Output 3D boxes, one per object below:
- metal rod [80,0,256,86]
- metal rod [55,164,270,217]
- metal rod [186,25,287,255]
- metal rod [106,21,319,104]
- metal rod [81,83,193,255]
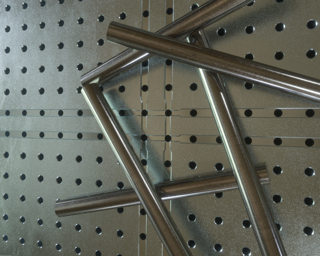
[{"bbox_3d":[0.017,-0.117,0.381,0.300,0.025,0.025,-22,83,27],"label":"metal rod"},{"bbox_3d":[-0.011,0.088,0.415,0.301,0.025,0.025,-13,86,19],"label":"metal rod"},{"bbox_3d":[0.084,0.010,0.362,0.025,0.025,0.299,-22,75,18],"label":"metal rod"},{"bbox_3d":[0.083,-0.071,0.354,0.301,0.025,0.025,18,96,8],"label":"metal rod"},{"bbox_3d":[-0.023,0.070,0.393,0.025,0.025,0.299,-35,76,16],"label":"metal rod"}]
